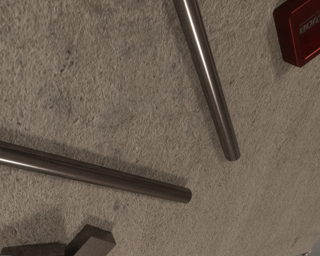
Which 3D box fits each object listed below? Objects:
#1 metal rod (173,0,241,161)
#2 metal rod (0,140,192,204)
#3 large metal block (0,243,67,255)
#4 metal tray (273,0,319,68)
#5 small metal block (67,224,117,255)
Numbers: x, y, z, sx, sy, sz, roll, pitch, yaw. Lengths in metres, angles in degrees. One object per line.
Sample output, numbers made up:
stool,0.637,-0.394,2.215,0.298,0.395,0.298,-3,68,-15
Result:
metal rod,0.066,-0.060,0.407,0.025,0.025,0.299,-32,129,-8
metal rod,-0.070,0.065,0.409,0.302,0.025,0.025,21,107,-37
large metal block,-0.166,0.204,0.412,0.081,0.050,0.079,-1,121,-8
metal tray,0.226,-0.157,0.432,0.130,0.030,0.090,-36,130,-4
small metal block,-0.103,0.176,0.461,0.050,0.025,0.050,-49,129,6
